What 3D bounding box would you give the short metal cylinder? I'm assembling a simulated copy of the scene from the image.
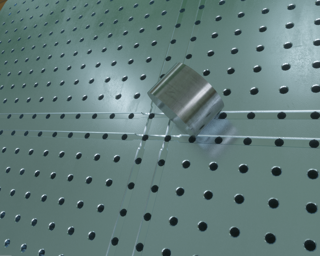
[{"bbox_3d":[0.031,-0.033,0.378,0.050,0.080,0.080,-46,51,-4],"label":"short metal cylinder"}]
